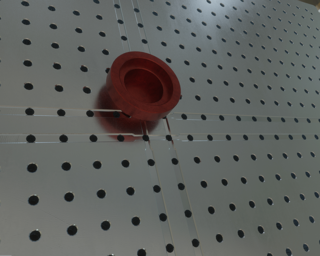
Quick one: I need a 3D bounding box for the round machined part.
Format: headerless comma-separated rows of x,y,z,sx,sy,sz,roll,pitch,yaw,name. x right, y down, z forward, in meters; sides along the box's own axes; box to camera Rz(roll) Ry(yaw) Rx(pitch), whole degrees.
-0.025,-0.052,0.417,0.099,0.042,0.098,14,56,-21,round machined part
